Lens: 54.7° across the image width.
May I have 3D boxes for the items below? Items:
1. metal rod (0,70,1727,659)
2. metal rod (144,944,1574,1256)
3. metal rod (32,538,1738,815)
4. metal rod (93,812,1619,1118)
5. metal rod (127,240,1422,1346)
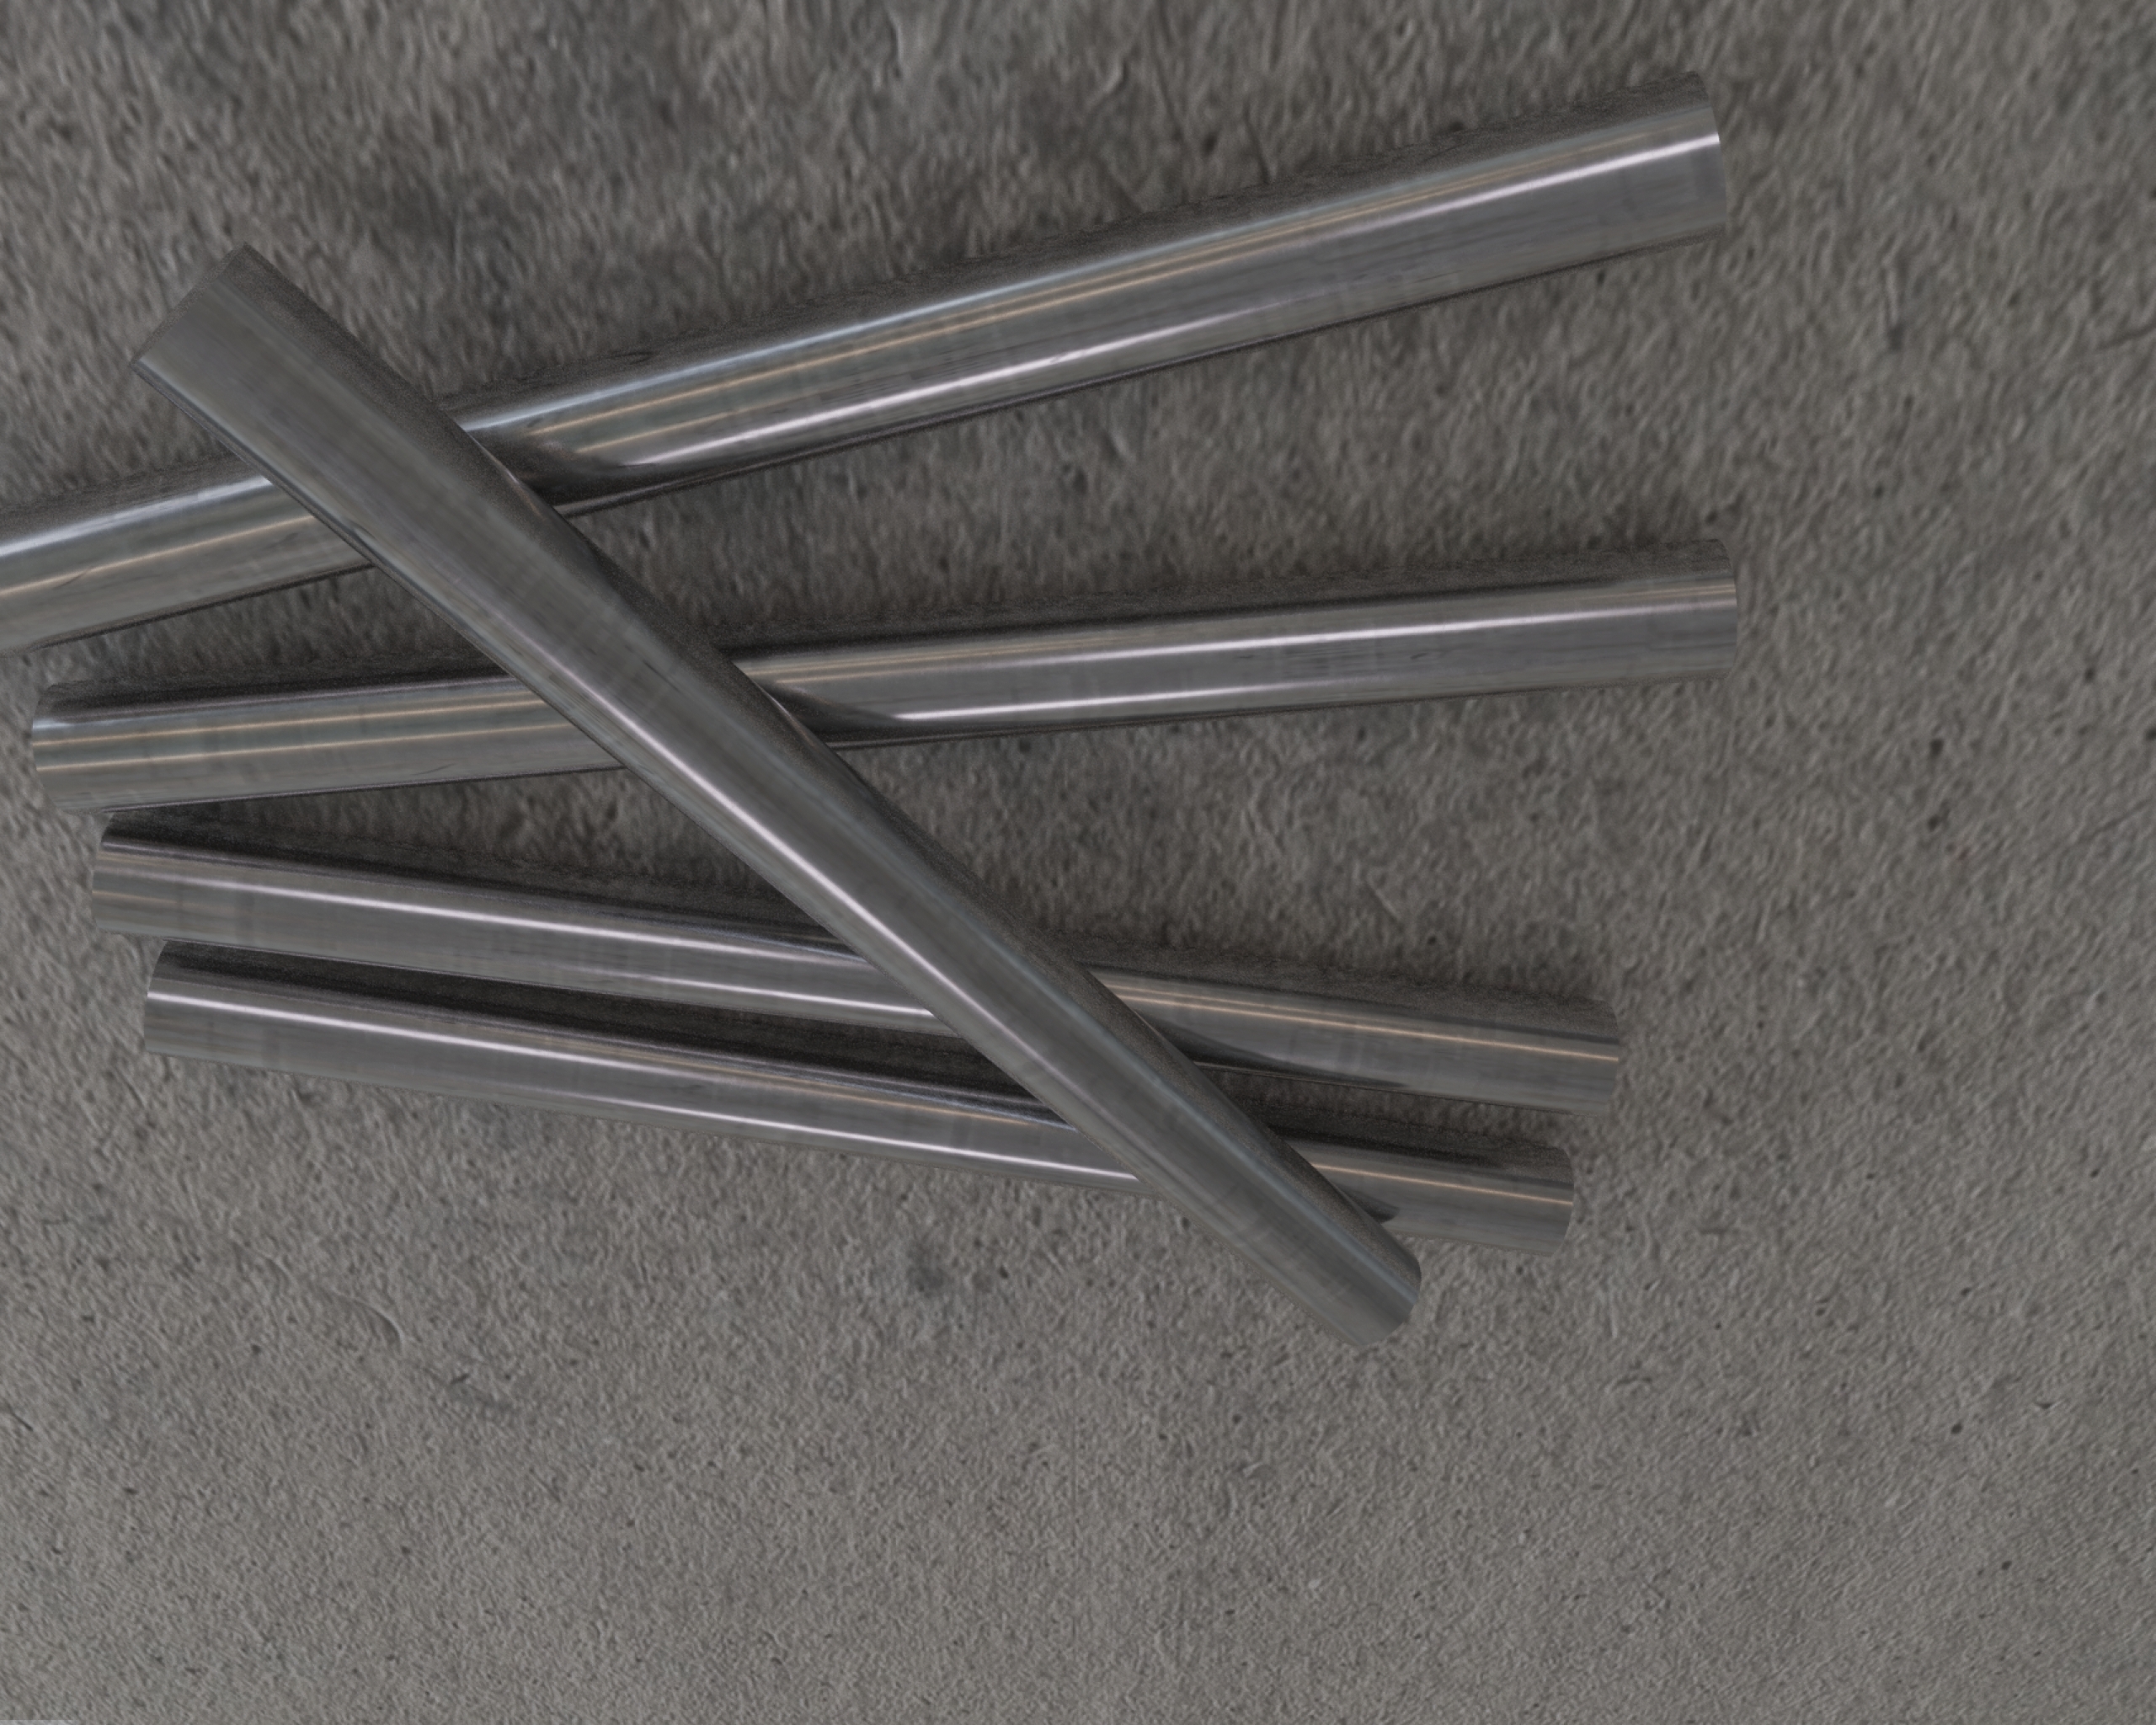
[{"bbox_3d":[-0.050,-0.077,0.340,0.301,0.025,0.025,-12,129,9],"label":"metal rod"},{"bbox_3d":[-0.040,0.052,0.450,0.302,0.025,0.025,10,130,-9],"label":"metal rod"},{"bbox_3d":[-0.037,-0.033,0.378,0.302,0.025,0.025,-5,130,3],"label":"metal rod"},{"bbox_3d":[-0.039,0.022,0.424,0.302,0.025,0.025,8,130,-7],"label":"metal rod"},{"bbox_3d":[-0.033,0.006,0.377,0.025,0.025,0.300,-33,123,24],"label":"metal rod"}]
